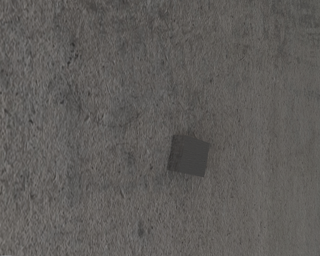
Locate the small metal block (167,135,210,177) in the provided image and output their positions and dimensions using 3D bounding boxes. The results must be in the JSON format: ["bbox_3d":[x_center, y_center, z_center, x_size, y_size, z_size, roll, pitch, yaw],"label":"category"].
[{"bbox_3d":[0.041,0.040,0.438,0.050,0.025,0.050,18,78,-38],"label":"small metal block"}]
